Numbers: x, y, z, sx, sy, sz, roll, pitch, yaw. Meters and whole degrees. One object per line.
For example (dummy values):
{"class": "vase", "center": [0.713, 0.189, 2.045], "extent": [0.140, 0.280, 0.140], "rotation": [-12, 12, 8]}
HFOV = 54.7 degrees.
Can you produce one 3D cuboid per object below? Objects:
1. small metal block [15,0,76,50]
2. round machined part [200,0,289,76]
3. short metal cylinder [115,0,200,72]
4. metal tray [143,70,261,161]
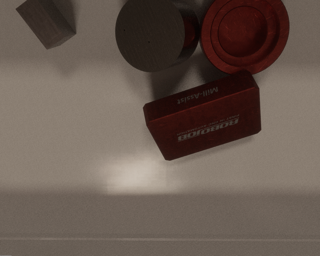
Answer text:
{"class": "small metal block", "center": [-0.127, -0.120, 0.352], "extent": [0.025, 0.050, 0.050], "rotation": [-32, 107, 11]}
{"class": "round machined part", "center": [0.094, -0.113, 0.362], "extent": [0.099, 0.042, 0.097], "rotation": [0, 110, -1]}
{"class": "short metal cylinder", "center": [-0.002, -0.105, 0.344], "extent": [0.080, 0.050, 0.079], "rotation": [8, 110, 22]}
{"class": "metal tray", "center": [0.055, -0.011, 0.383], "extent": [0.131, 0.030, 0.090], "rotation": [-18, 141, 6]}
